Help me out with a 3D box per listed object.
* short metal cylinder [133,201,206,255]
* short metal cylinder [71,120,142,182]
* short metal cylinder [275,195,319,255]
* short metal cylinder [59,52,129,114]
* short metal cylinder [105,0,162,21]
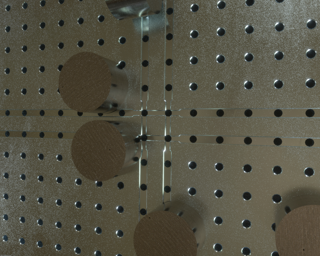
[{"bbox_3d":[0.013,0.139,0.394,0.080,0.050,0.079,0,90,19],"label":"short metal cylinder"},{"bbox_3d":[-0.072,0.029,0.424,0.080,0.050,0.079,0,90,19],"label":"short metal cylinder"},{"bbox_3d":[0.169,0.118,0.340,0.080,0.050,0.079,0,90,19],"label":"short metal cylinder"},{"bbox_3d":[-0.091,-0.060,0.430,0.080,0.050,0.079,0,90,19],"label":"short metal cylinder"},{"bbox_3d":[-0.034,-0.182,0.395,0.050,0.080,0.079,-4,89,20],"label":"short metal cylinder"}]
